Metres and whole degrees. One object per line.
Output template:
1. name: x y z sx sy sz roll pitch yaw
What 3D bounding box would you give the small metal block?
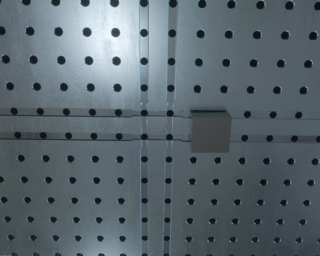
1. small metal block: 0.067 0.005 0.416 0.050 0.025 0.050 0 110 0
